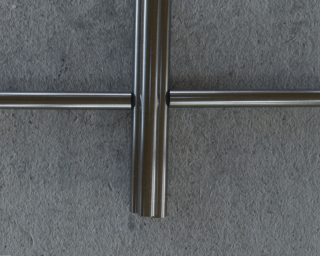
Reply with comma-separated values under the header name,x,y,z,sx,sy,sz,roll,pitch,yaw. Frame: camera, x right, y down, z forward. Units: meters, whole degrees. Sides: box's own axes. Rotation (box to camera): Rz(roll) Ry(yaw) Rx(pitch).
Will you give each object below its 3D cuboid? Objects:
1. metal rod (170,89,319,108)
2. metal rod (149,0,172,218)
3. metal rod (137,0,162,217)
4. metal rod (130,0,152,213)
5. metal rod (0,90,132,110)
name,x,y,z,sx,sy,sz,roll,pitch,yaw
metal rod,0.164,-0.040,0.413,0.302,0.025,0.025,0,90,-1
metal rod,0.000,-0.033,0.412,0.025,0.025,0.298,1,90,-1
metal rod,-0.013,-0.040,0.391,0.025,0.025,0.298,1,90,-1
metal rod,-0.025,-0.039,0.411,0.025,0.025,0.298,1,90,-1
metal rod,-0.188,-0.037,0.408,0.302,0.025,0.025,0,90,-1
